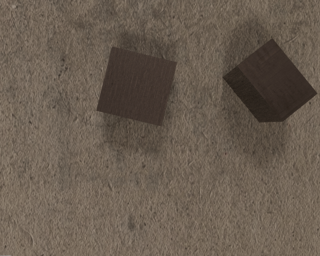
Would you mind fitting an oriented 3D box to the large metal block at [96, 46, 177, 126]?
[{"bbox_3d":[-0.028,-0.050,0.397,0.080,0.050,0.080,14,90,-1],"label":"large metal block"}]

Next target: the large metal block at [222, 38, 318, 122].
[{"bbox_3d":[0.131,-0.054,0.384,0.050,0.080,0.080,-39,91,0],"label":"large metal block"}]
